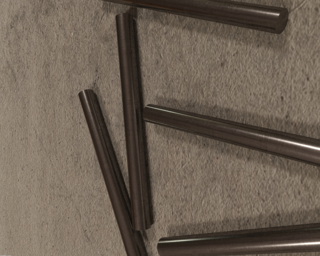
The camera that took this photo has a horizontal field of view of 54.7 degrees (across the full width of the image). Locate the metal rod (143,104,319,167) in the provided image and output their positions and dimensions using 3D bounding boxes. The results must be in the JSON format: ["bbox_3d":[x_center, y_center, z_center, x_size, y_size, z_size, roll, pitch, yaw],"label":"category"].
[{"bbox_3d":[0.099,0.011,0.321,0.300,0.025,0.025,15,100,38],"label":"metal rod"}]

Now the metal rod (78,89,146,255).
[{"bbox_3d":[-0.069,0.078,0.459,0.025,0.025,0.299,-32,70,35],"label":"metal rod"}]

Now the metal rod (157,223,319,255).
[{"bbox_3d":[0.116,0.111,0.308,0.299,0.025,0.025,-21,77,37],"label":"metal rod"}]

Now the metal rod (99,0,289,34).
[{"bbox_3d":[0.012,-0.159,0.393,0.300,0.025,0.025,27,107,36],"label":"metal rod"}]

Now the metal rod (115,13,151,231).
[{"bbox_3d":[-0.038,-0.012,0.433,0.025,0.025,0.298,-9,85,39],"label":"metal rod"}]
